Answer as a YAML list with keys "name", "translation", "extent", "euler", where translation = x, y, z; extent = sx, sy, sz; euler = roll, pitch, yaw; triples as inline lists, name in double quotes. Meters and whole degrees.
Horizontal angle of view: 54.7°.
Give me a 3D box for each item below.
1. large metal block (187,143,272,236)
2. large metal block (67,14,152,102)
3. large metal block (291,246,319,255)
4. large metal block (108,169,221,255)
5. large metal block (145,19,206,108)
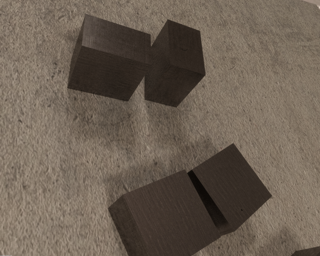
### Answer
- name: "large metal block"
  translation: [0.077, 0.077, 0.384]
  extent: [0.081, 0.050, 0.080]
  euler: [-26, 76, -37]
- name: "large metal block"
  translation: [-0.064, -0.083, 0.386]
  extent: [0.081, 0.080, 0.050]
  euler: [11, 57, -23]
- name: "large metal block"
  translation: [0.183, 0.199, 0.367]
  extent: [0.081, 0.050, 0.080]
  euler: [-19, 72, -36]
- name: "large metal block"
  translation: [0.003, 0.101, 0.330]
  extent: [0.081, 0.050, 0.080]
  euler: [-16, 71, -35]
- name: "large metal block"
  translation: [0.017, -0.088, 0.433]
  extent: [0.050, 0.080, 0.080]
  euler: [12, 57, -22]
